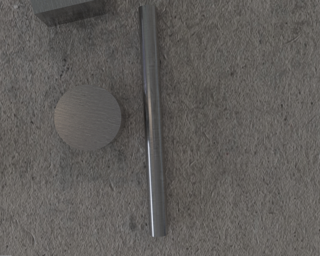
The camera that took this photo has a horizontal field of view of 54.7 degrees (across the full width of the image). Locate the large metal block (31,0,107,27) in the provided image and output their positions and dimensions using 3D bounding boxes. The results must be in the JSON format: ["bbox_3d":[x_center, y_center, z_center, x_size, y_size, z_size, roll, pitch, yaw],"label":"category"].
[{"bbox_3d":[-0.121,-0.185,0.396,0.080,0.050,0.080,-13,90,0],"label":"large metal block"}]

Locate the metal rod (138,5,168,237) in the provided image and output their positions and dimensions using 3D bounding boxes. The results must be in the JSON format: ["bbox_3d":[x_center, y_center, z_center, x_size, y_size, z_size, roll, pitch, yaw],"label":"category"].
[{"bbox_3d":[-0.009,-0.009,0.409,0.025,0.025,0.298,-3,90,0],"label":"metal rod"}]

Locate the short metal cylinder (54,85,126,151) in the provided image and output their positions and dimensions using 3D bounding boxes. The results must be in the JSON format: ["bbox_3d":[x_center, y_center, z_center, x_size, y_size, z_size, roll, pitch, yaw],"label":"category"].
[{"bbox_3d":[-0.087,-0.013,0.397,0.081,0.050,0.080,0,90,0],"label":"short metal cylinder"}]
